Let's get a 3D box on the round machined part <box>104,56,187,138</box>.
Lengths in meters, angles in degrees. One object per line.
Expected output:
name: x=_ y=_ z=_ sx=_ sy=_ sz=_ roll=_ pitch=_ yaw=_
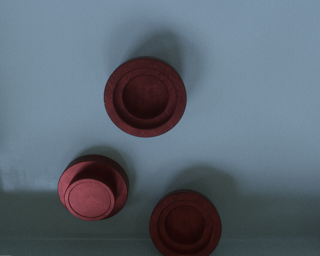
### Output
round machined part: x=-0.018 y=-0.041 z=0.387 sx=0.099 sy=0.042 sz=0.097 roll=0 pitch=110 yaw=0

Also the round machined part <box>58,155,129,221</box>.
round machined part: x=-0.094 y=0.090 z=0.434 sx=0.099 sy=0.042 sz=0.097 roll=0 pitch=110 yaw=0

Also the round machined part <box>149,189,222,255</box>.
round machined part: x=0.036 y=0.136 z=0.442 sx=0.099 sy=0.042 sz=0.097 roll=0 pitch=91 yaw=4
